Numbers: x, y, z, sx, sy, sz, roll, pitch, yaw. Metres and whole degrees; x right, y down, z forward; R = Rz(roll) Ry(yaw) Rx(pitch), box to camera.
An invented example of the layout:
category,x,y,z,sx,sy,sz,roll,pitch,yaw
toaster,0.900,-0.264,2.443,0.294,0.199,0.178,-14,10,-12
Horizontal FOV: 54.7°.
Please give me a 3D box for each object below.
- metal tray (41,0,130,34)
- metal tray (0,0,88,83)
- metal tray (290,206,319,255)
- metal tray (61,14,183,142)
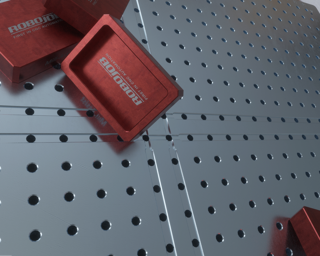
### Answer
category,x,y,z,sx,sy,sz,roll,pitch,yaw
metal tray,-0.096,-0.180,0.436,0.090,0.030,0.130,33,37,-20
metal tray,-0.157,-0.123,0.396,0.090,0.030,0.131,46,51,3
metal tray,0.253,0.165,0.425,0.131,0.030,0.090,18,34,-18
metal tray,-0.047,-0.059,0.378,0.130,0.090,0.030,48,16,5
